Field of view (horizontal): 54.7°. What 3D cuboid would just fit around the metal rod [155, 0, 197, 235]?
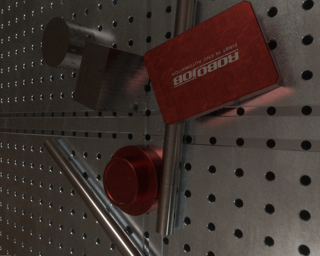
[{"bbox_3d":[0.020,-0.014,0.390,0.025,0.025,0.298,9,96,39],"label":"metal rod"}]

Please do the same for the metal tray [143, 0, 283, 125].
[{"bbox_3d":[0.053,-0.066,0.340,0.130,0.030,0.090,-21,82,26],"label":"metal tray"}]

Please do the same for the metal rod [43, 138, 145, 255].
[{"bbox_3d":[-0.109,0.115,0.496,0.300,0.025,0.025,42,115,31],"label":"metal rod"}]

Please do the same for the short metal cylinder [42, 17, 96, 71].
[{"bbox_3d":[-0.153,-0.138,0.516,0.080,0.050,0.079,0,90,39],"label":"short metal cylinder"}]

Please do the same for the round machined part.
[{"bbox_3d":[-0.041,0.073,0.430,0.098,0.042,0.097,0,90,39],"label":"round machined part"}]

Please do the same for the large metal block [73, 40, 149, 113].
[{"bbox_3d":[-0.062,-0.067,0.423,0.050,0.081,0.079,25,106,37],"label":"large metal block"}]
